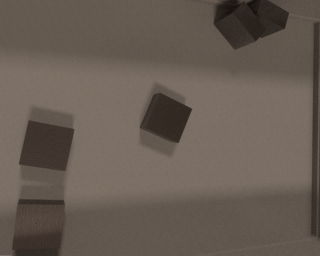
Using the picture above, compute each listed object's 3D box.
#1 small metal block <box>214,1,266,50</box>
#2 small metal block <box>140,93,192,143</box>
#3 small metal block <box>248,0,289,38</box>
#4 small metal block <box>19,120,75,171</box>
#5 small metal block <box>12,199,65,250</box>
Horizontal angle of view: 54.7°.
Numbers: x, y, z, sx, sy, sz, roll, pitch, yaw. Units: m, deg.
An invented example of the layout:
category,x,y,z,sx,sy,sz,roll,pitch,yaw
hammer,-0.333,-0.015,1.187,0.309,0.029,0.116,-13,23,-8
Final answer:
category,x,y,z,sx,sy,sz,roll,pitch,yaw
small metal block,0.113,-0.144,0.440,0.050,0.050,0.025,46,76,-15
small metal block,0.008,-0.013,0.415,0.050,0.025,0.050,25,82,-19
small metal block,0.149,-0.160,0.454,0.050,0.050,0.025,19,84,-20
small metal block,-0.132,0.021,0.362,0.050,0.025,0.050,12,86,-20
small metal block,-0.140,0.111,0.359,0.050,0.025,0.050,7,88,-20
